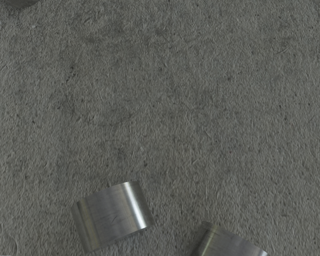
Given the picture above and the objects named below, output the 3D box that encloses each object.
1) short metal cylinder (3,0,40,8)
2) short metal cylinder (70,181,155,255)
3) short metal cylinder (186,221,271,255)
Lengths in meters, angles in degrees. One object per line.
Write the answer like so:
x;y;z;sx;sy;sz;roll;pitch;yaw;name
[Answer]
-0.215;-0.229;0.461;0.080;0.080;0.050;-42;76;-14;short metal cylinder
-0.051;0.099;0.342;0.080;0.080;0.050;-22;72;-8;short metal cylinder
0.070;0.141;0.328;0.080;0.080;0.050;28;73;9;short metal cylinder
